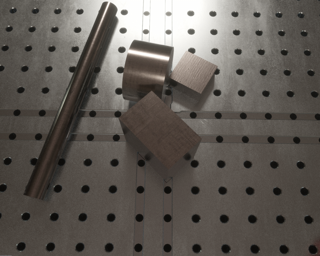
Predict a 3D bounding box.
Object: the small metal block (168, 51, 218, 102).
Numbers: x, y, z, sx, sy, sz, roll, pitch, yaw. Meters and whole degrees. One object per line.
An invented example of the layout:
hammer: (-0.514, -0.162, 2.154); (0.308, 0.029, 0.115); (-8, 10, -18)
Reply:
small metal block: (0.046, -0.074, 0.439); (0.050, 0.025, 0.050); (29, 72, 9)

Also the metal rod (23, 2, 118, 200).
metal rod: (-0.116, -0.051, 0.428); (0.025, 0.025, 0.299); (14, 70, 5)

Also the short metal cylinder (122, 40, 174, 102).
short metal cylinder: (-0.014, -0.072, 0.409); (0.050, 0.080, 0.080); (12, 71, 4)

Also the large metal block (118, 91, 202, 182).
large metal block: (0.000, 0.014, 0.378); (0.050, 0.080, 0.080); (-42, 76, -14)
